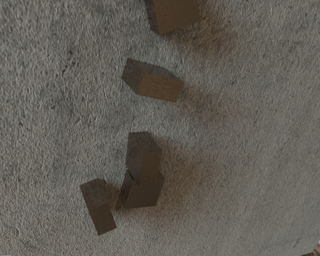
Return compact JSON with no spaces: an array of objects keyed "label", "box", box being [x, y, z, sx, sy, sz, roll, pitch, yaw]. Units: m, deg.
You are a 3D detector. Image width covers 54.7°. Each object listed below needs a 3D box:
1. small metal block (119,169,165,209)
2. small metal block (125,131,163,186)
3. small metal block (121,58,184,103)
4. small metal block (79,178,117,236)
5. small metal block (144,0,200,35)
[{"label":"small metal block","box":[-0.026,0.087,0.446,0.050,0.025,0.050,3,117,-30]},{"label":"small metal block","box":[-0.022,0.039,0.402,0.025,0.050,0.050,-5,121,-26]},{"label":"small metal block","box":[-0.009,-0.054,0.352,0.050,0.050,0.025,8,114,-32]},{"label":"small metal block","box":[-0.082,0.104,0.410,0.025,0.050,0.050,-21,127,-16]},{"label":"small metal block","box":[0.012,-0.134,0.330,0.050,0.025,0.050,-23,127,-14]}]
